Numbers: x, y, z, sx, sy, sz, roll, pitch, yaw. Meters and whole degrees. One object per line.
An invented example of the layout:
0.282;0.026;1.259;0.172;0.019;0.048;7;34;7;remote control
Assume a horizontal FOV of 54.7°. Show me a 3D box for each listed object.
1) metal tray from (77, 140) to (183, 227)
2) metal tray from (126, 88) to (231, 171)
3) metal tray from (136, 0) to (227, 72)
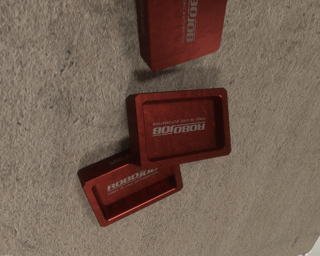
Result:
-0.036;0.073;0.430;0.131;0.030;0.089;-23;127;-15;metal tray
0.027;-0.002;0.394;0.131;0.030;0.089;-7;95;-25;metal tray
0.023;-0.128;0.316;0.091;0.030;0.129;-22;143;-16;metal tray
